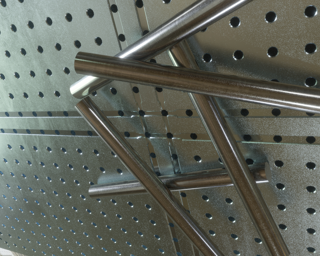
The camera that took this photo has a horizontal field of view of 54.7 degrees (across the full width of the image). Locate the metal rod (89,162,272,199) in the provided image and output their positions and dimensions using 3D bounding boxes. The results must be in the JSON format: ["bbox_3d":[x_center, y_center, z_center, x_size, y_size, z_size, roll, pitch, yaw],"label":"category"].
[{"bbox_3d":[0.008,0.082,0.455,0.300,0.025,0.025,-13,112,33],"label":"metal rod"}]

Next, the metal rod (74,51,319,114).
[{"bbox_3d":[0.058,-0.044,0.318,0.301,0.025,0.025,11,124,9],"label":"metal rod"}]

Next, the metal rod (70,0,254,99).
[{"bbox_3d":[-0.014,-0.086,0.333,0.299,0.025,0.025,-18,109,44],"label":"metal rod"}]

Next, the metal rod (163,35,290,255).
[{"bbox_3d":[0.078,0.023,0.358,0.025,0.025,0.299,-22,99,36],"label":"metal rod"}]

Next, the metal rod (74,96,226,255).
[{"bbox_3d":[-0.010,0.078,0.431,0.300,0.025,0.025,50,128,-3],"label":"metal rod"}]
